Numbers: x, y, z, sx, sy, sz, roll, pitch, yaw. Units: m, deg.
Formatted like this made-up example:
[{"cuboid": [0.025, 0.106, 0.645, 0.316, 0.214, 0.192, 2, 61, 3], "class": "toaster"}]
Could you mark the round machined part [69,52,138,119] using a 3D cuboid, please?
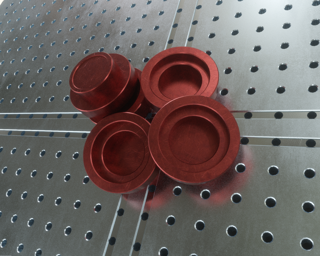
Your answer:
[{"cuboid": [-0.084, -0.065, 0.425, 0.098, 0.042, 0.098, -13, 56, 20], "class": "round machined part"}]

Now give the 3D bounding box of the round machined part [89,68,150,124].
[{"cuboid": [-0.052, -0.036, 0.445, 0.098, 0.042, 0.098, -13, 56, 20], "class": "round machined part"}]

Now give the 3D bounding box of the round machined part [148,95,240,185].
[{"cuboid": [0.038, 0.015, 0.352, 0.099, 0.042, 0.098, -2, 74, 6], "class": "round machined part"}]

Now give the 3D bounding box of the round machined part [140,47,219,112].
[{"cuboid": [0.027, -0.055, 0.404, 0.099, 0.042, 0.098, -4, 63, 8], "class": "round machined part"}]

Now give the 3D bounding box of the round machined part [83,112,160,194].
[{"cuboid": [-0.042, 0.033, 0.386, 0.098, 0.042, 0.098, -4, 75, 16], "class": "round machined part"}]
